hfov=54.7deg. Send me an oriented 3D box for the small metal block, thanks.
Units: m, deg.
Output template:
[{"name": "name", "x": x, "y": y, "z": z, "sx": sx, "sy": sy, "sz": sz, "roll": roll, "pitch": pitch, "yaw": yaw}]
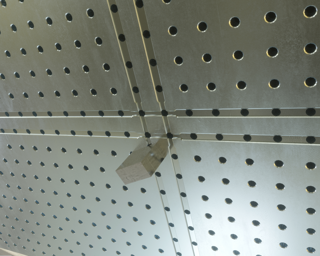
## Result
[{"name": "small metal block", "x": -0.027, "y": 0.050, "z": 0.439, "sx": 0.050, "sy": 0.050, "sz": 0.025, "roll": -23, "pitch": 106, "yaw": 36}]
